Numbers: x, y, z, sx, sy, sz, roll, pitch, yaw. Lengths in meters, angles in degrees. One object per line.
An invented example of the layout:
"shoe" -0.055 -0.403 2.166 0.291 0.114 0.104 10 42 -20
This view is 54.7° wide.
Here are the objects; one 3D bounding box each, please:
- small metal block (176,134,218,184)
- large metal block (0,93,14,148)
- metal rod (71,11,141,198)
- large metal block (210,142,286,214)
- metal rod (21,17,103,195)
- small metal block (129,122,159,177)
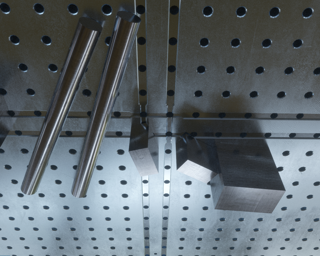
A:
"small metal block" 0.050 0.043 0.432 0.050 0.050 0.025 26 126 -20
"large metal block" -0.239 0.000 0.374 0.081 0.080 0.050 0 130 0
"metal rod" -0.080 -0.006 0.405 0.025 0.025 0.298 15 129 -13
"large metal block" 0.116 0.069 0.435 0.081 0.080 0.050 6 130 -5
"metal rod" -0.139 -0.006 0.405 0.025 0.025 0.298 21 127 -17
"small metal block" -0.021 0.029 0.420 0.025 0.050 0.050 -12 129 10
